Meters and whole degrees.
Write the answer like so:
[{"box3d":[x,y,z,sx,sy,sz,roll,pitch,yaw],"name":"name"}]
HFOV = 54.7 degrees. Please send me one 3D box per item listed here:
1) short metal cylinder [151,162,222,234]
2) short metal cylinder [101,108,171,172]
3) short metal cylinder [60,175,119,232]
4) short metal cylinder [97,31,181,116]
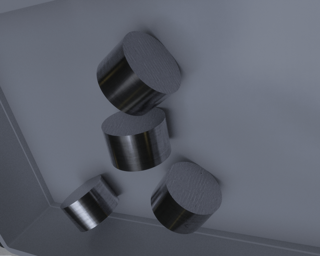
[{"box3d":[0.034,0.092,0.412,0.080,0.080,0.050,34,129,6],"name":"short metal cylinder"},{"box3d":[-0.029,0.012,0.396,0.080,0.080,0.050,4,120,26],"name":"short metal cylinder"},{"box3d":[-0.115,0.123,0.510,0.080,0.080,0.050,-27,104,37],"name":"short metal cylinder"},{"box3d":[-0.023,-0.060,0.348,0.050,0.080,0.080,-34,99,38],"name":"short metal cylinder"}]
